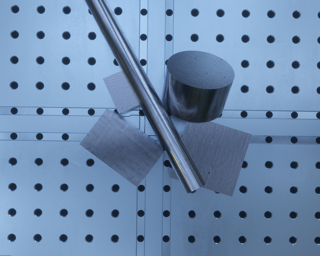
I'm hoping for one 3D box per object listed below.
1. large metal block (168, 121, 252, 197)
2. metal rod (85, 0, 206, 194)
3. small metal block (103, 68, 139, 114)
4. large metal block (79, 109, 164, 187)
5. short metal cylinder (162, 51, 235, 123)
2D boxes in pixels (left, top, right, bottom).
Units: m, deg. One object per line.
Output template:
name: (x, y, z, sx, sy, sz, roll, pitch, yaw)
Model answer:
large metal block: (0.061, 0.034, 0.401, 0.080, 0.050, 0.080, 18, 90, -1)
metal rod: (-0.027, -0.060, 0.383, 0.025, 0.025, 0.299, -28, 79, 0)
small metal block: (-0.041, -0.051, 0.413, 0.050, 0.025, 0.050, -24, 90, -1)
large metal block: (-0.043, 0.022, 0.385, 0.080, 0.080, 0.050, 37, 90, -1)
short metal cylinder: (0.045, -0.052, 0.380, 0.081, 0.080, 0.050, 9, 134, -1)
